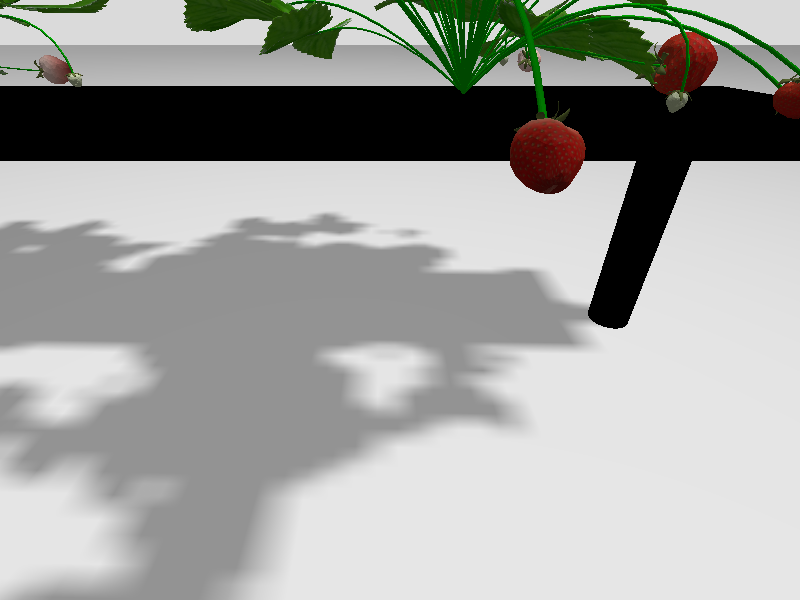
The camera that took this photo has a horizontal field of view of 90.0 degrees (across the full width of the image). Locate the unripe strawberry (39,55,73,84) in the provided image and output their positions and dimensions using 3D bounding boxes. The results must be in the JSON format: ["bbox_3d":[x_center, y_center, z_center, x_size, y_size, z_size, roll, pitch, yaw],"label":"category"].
[{"bbox_3d":[-0.317,-0.213,0.371,0.024,0.023,0.022,-27,42,-35],"label":"unripe strawberry"}]

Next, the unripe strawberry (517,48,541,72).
[{"bbox_3d":[0.151,-0.279,0.465,0.027,0.024,0.025,16,27,23],"label":"unripe strawberry"}]

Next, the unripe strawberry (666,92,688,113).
[{"bbox_3d":[0.149,-0.106,0.216,0.011,0.010,0.010,-26,42,-34],"label":"unripe strawberry"}]

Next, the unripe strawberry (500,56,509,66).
[{"bbox_3d":[0.120,-0.278,0.463,0.011,0.012,0.011,12,35,17],"label":"unripe strawberry"}]

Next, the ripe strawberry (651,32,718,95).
[{"bbox_3d":[0.221,-0.181,0.309,0.043,0.042,0.040,-1,34,-2],"label":"ripe strawberry"}]

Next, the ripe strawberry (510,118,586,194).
[{"bbox_3d":[0.042,-0.040,0.114,0.021,0.021,0.018,1,-22,2],"label":"ripe strawberry"}]

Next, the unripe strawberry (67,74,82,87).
[{"bbox_3d":[-0.254,-0.172,0.313,0.010,0.010,0.009,-1,34,-2],"label":"unripe strawberry"}]

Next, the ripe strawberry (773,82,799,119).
[{"bbox_3d":[0.213,-0.107,0.212,0.021,0.020,0.019,-6,23,42],"label":"ripe strawberry"}]
